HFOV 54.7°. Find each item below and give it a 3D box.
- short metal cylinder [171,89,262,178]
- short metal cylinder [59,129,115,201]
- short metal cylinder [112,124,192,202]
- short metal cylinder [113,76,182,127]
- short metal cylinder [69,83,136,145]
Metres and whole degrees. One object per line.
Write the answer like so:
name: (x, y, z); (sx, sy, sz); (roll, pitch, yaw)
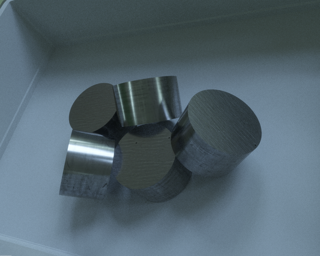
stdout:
short metal cylinder: (0.058, 0.006, 0.327); (0.081, 0.050, 0.080); (11, 52, -14)
short metal cylinder: (-0.089, 0.045, 0.377); (0.050, 0.080, 0.080); (11, 59, -14)
short metal cylinder: (-0.009, 0.041, 0.366); (0.080, 0.050, 0.080); (-13, 56, 20)
short metal cylinder: (-0.015, -0.033, 0.385); (0.080, 0.080, 0.050); (-8, 94, 24)
short metal cylinder: (-0.079, -0.016, 0.436); (0.080, 0.050, 0.080); (-13, 56, 20)
